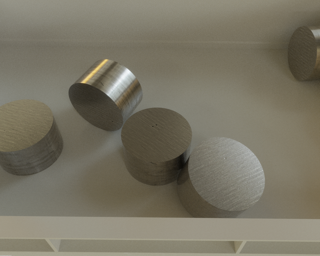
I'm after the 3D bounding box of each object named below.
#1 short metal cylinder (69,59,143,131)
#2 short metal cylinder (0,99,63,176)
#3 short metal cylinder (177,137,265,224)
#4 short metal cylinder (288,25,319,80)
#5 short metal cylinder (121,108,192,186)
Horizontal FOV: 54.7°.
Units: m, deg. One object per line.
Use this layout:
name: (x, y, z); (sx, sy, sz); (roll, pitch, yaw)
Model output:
short metal cylinder: (-0.070, -0.042, 0.404); (0.080, 0.080, 0.050); (21, 53, 16)
short metal cylinder: (-0.165, 0.011, 0.378); (0.081, 0.050, 0.080); (0, 50, 0)
short metal cylinder: (0.063, 0.057, 0.331); (0.081, 0.050, 0.080); (6, 58, -9)
short metal cylinder: (0.238, -0.114, 0.468); (0.050, 0.080, 0.080); (-6, 50, -5)
short metal cylinder: (-0.004, 0.021, 0.371); (0.081, 0.050, 0.080); (0, 50, 0)
